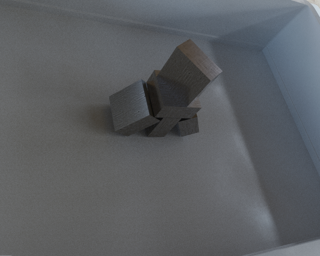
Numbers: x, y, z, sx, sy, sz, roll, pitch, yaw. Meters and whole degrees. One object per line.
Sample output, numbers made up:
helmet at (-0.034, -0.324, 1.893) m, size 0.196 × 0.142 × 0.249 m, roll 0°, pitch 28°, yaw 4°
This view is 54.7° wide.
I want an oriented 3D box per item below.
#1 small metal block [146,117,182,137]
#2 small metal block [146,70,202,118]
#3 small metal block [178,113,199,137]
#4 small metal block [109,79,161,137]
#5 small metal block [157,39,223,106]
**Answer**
small metal block at (-0.001, -0.022, 0.400) m, size 0.025 × 0.050 × 0.050 m, roll 1°, pitch 61°, yaw -28°
small metal block at (0.016, -0.040, 0.371) m, size 0.050 × 0.025 × 0.050 m, roll 1°, pitch 61°, yaw -28°
small metal block at (0.033, -0.023, 0.416) m, size 0.025 × 0.050 × 0.050 m, roll -15°, pitch 65°, yaw 3°
small metal block at (-0.032, -0.024, 0.381) m, size 0.025 × 0.050 × 0.050 m, roll 28°, pitch 42°, yaw -55°
small metal block at (0.032, -0.061, 0.344) m, size 0.050 × 0.050 × 0.025 m, roll 46°, pitch 52°, yaw 4°
